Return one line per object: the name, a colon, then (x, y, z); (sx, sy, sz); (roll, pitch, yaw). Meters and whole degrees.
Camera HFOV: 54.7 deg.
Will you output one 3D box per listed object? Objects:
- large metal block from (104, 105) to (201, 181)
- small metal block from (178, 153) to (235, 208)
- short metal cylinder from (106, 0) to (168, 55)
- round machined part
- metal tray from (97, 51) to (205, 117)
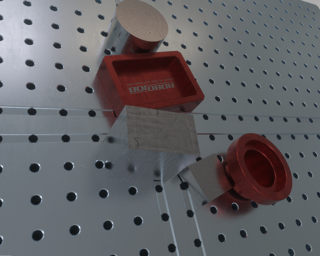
large metal block: (-0.013, 0.021, 0.353); (0.081, 0.080, 0.050); (7, 59, -25)
small metal block: (0.060, 0.067, 0.400); (0.050, 0.025, 0.050); (-20, 72, -35)
short metal cylinder: (-0.035, -0.143, 0.460); (0.081, 0.050, 0.080); (14, 56, -21)
round machined part: (0.130, 0.059, 0.427); (0.099, 0.042, 0.098); (18, 51, -24)
metal tray: (-0.010, -0.061, 0.436); (0.131, 0.030, 0.090); (-13, 69, -34)
